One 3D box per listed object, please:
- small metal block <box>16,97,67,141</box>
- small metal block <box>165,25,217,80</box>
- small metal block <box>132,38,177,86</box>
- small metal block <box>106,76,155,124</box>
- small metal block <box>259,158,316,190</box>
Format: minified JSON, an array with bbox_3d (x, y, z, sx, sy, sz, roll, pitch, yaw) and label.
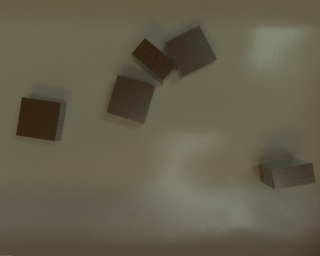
[{"bbox_3d":[-0.156,-0.011,0.409,0.050,0.025,0.050,9,90,-1],"label":"small metal block"},{"bbox_3d":[0.040,-0.099,0.412,0.050,0.025,0.050,-27,90,-1],"label":"small metal block"},{"bbox_3d":[-0.007,-0.083,0.399,0.050,0.050,0.025,40,90,-1],"label":"small metal block"},{"bbox_3d":[-0.038,-0.037,0.411,0.050,0.025,0.050,17,90,-1],"label":"small metal block"},{"bbox_3d":[0.163,0.058,0.401,0.050,0.050,0.025,-10,90,0],"label":"small metal block"}]
